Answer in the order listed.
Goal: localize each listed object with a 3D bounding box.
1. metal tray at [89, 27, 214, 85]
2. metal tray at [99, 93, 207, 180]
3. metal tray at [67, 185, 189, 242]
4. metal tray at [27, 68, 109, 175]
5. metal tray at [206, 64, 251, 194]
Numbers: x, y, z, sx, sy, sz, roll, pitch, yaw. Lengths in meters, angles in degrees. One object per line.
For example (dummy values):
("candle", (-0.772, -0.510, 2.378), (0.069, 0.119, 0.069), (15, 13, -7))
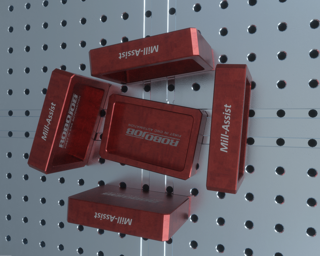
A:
("metal tray", (-0.008, -0.083, 0.381), (0.130, 0.090, 0.030), (-7, 88, 20))
("metal tray", (-0.011, 0.009, 0.413), (0.130, 0.030, 0.090), (12, 94, 19))
("metal tray", (-0.037, 0.102, 0.392), (0.130, 0.090, 0.030), (4, 92, 20))
("metal tray", (-0.121, -0.008, 0.421), (0.030, 0.090, 0.129), (19, 96, 19))
("metal tray", (0.080, 0.000, 0.350), (0.030, 0.090, 0.129), (5, 92, 20))
